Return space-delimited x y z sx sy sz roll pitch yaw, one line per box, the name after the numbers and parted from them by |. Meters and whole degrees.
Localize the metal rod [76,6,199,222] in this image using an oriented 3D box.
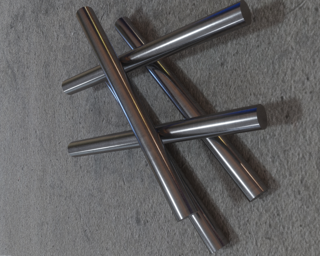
-0.037 -0.033 0.370 0.025 0.025 0.299 -42 65 32 | metal rod

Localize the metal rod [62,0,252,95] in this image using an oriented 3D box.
-0.030 -0.089 0.397 0.300 0.025 0.025 -12 83 39 | metal rod

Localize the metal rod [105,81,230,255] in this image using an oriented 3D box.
-0.007 0.022 0.410 0.025 0.025 0.299 -48 62 29 | metal rod

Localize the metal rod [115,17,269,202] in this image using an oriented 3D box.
0.024 -0.040 0.384 0.025 0.025 0.299 -50 61 28 | metal rod

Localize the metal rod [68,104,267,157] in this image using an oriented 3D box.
-0.018 0.011 0.387 0.300 0.025 0.025 -11 83 39 | metal rod
